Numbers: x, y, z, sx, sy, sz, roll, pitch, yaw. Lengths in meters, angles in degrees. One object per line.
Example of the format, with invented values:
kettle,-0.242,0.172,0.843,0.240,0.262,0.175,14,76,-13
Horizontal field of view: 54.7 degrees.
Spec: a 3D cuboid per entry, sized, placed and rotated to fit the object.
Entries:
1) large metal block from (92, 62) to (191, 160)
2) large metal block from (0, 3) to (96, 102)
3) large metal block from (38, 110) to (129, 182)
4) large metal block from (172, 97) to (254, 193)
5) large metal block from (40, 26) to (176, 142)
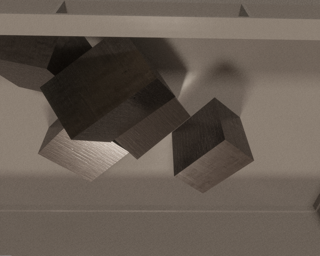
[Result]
large metal block,-0.026,-0.024,0.357,0.080,0.050,0.080,-39,122,7
large metal block,-0.114,-0.069,0.294,0.080,0.050,0.080,13,168,12
large metal block,-0.095,0.015,0.404,0.080,0.050,0.080,36,121,-27
large metal block,0.062,0.022,0.393,0.050,0.080,0.080,34,122,-26
large metal block,-0.040,-0.031,0.273,0.080,0.080,0.050,-35,80,8
